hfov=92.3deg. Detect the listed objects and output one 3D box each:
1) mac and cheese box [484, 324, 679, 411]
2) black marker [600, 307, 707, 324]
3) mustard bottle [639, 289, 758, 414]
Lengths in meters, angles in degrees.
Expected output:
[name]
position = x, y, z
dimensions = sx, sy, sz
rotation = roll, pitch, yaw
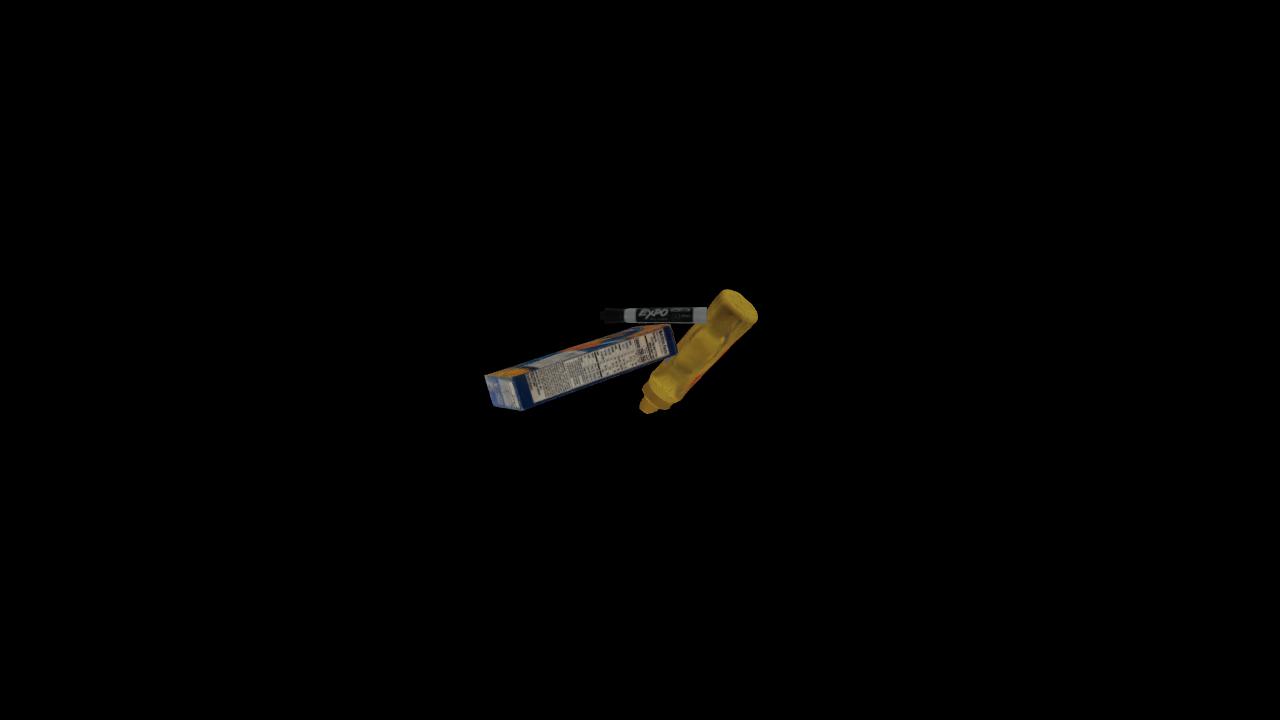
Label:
[mac and cheese box]
position = -0.061, 0.005, 0.650
dimensions = 0.184, 0.041, 0.093
rotation = -20, 8, -29
[black marker]
position = 0.015, -0.050, 0.691
dimensions = 0.121, 0.020, 0.020
rotation = 0, 0, 8
[mustard bottle]
position = 0.061, -0.001, 0.738
dimensions = 0.054, 0.184, 0.092
rotation = 41, 22, -1
